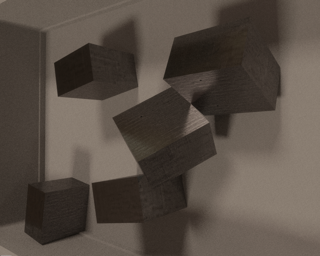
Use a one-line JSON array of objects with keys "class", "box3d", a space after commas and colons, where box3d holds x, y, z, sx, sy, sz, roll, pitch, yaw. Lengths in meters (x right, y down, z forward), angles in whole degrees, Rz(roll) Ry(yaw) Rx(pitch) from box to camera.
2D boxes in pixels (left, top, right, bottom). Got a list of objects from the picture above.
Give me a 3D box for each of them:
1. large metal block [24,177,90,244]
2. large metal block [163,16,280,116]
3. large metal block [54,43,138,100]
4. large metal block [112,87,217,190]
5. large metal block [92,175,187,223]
[{"class": "large metal block", "box3d": [-0.167, 0.131, 0.506, 0.050, 0.081, 0.079, 11, 97, 39]}, {"class": "large metal block", "box3d": [0.064, -0.055, 0.308, 0.080, 0.080, 0.050, -3, 64, 39]}, {"class": "large metal block", "box3d": [-0.091, -0.076, 0.444, 0.080, 0.081, 0.050, -14, 81, 39]}, {"class": "large metal block", "box3d": [0.004, 0.008, 0.346, 0.080, 0.050, 0.080, -28, 43, -8]}, {"class": "large metal block", "box3d": [-0.025, 0.085, 0.390, 0.080, 0.081, 0.050, -15, 81, 39]}]
